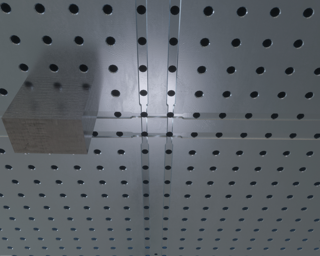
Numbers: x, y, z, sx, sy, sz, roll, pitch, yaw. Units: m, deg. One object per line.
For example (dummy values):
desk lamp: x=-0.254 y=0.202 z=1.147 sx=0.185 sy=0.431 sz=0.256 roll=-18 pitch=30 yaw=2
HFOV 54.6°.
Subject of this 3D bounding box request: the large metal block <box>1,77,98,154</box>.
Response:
large metal block: x=-0.121 y=-0.016 z=0.361 sx=0.080 sy=0.080 sz=0.050 roll=1 pitch=130 yaw=-1
